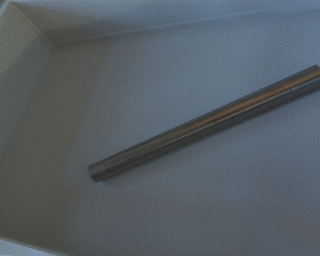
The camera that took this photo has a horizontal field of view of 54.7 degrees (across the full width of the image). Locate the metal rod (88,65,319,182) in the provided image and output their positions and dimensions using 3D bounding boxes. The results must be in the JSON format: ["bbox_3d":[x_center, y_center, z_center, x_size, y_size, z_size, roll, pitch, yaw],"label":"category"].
[{"bbox_3d":[0.046,0.000,0.380,0.301,0.025,0.025,-24,53,12],"label":"metal rod"}]
